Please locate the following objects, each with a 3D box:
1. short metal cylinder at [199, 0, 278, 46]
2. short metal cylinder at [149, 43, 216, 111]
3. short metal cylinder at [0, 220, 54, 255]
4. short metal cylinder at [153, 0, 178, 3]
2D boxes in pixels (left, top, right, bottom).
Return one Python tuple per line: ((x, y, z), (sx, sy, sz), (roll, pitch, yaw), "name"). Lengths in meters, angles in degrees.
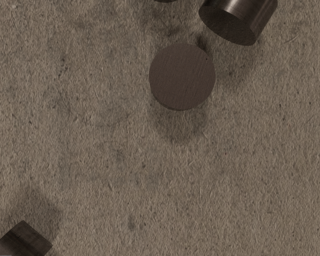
((0.096, -0.146, 0.384), (0.080, 0.080, 0.050), (31, 90, -1), "short metal cylinder")
((0.027, -0.063, 0.398), (0.081, 0.050, 0.079), (0, 90, -1), "short metal cylinder")
((-0.180, 0.162, 0.380), (0.050, 0.080, 0.080), (41, 90, -1), "short metal cylinder")
((0.007, -0.211, 0.397), (0.081, 0.050, 0.079), (0, 90, -1), "short metal cylinder")
